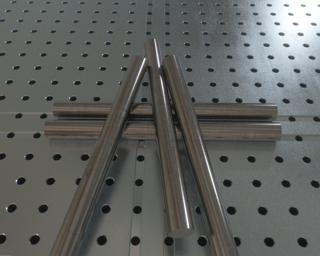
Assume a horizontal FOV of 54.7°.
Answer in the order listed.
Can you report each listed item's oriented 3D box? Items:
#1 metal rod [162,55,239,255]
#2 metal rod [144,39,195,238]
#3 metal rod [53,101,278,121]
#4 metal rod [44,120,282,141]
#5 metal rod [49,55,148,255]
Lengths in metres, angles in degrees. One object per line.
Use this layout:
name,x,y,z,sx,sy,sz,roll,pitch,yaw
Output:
metal rod,0.043,0.030,0.359,0.025,0.025,0.299,-8,58,-7
metal rod,0.004,-0.015,0.388,0.025,0.025,0.300,-5,50,-4
metal rod,0.007,-0.023,0.428,0.302,0.025,0.025,1,50,0
metal rod,0.004,0.003,0.405,0.302,0.025,0.025,1,50,0
metal rod,-0.065,0.029,0.359,0.025,0.025,0.300,11,58,9
